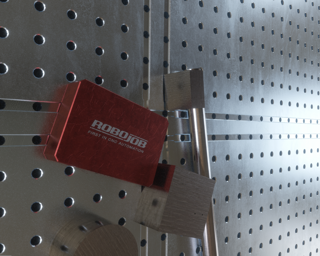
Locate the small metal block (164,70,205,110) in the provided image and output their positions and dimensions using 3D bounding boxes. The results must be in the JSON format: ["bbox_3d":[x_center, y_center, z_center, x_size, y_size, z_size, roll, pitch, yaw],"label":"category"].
[{"bbox_3d":[0.033,-0.051,0.422,0.025,0.050,0.050,-6,94,-40],"label":"small metal block"}]

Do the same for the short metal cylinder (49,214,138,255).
[{"bbox_3d":[-0.071,0.139,0.335,0.081,0.050,0.079,0,90,-40],"label":"short metal cylinder"}]

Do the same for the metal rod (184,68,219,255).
[{"bbox_3d":[0.063,0.062,0.464,0.025,0.025,0.298,-11,97,-40],"label":"metal rod"}]

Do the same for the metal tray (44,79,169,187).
[{"bbox_3d":[-0.055,0.010,0.362,0.131,0.030,0.090,24,75,-38],"label":"metal tray"}]

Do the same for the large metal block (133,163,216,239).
[{"bbox_3d":[0.021,0.097,0.413,0.080,0.050,0.080,25,74,-38],"label":"large metal block"}]
